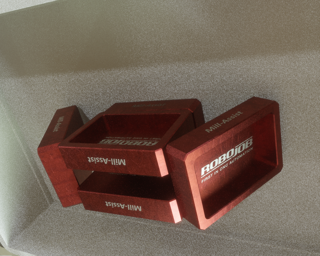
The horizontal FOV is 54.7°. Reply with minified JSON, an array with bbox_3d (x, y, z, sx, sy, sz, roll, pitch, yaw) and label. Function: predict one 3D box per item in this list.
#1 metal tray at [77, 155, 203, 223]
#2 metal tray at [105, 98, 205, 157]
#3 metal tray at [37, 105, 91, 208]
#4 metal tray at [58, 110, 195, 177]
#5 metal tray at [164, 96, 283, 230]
[{"bbox_3d":[-0.022,0.066,0.378,0.130,0.090,0.030,0,118,28],"label":"metal tray"},{"bbox_3d":[-0.004,0.010,0.412,0.130,0.030,0.089,-1,118,28],"label":"metal tray"},{"bbox_3d":[-0.123,0.033,0.426,0.030,0.130,0.089,-15,116,0],"label":"metal tray"},{"bbox_3d":[-0.036,0.013,0.352,0.130,0.090,0.030,0,118,28],"label":"metal tray"},{"bbox_3d":[0.073,0.033,0.322,0.030,0.131,0.089,23,134,52],"label":"metal tray"}]
